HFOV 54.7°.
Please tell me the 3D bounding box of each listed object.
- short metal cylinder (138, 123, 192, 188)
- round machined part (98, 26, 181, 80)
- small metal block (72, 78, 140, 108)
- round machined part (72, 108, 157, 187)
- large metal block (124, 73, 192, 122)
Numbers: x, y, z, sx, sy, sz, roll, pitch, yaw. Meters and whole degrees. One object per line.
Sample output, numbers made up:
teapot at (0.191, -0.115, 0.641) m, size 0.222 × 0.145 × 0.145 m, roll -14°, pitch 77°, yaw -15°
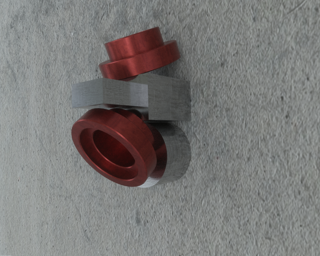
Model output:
short metal cylinder at (-0.007, 0.032, 0.395) m, size 0.080 × 0.050 × 0.079 m, roll 0°, pitch 90°, yaw 39°
round machined part at (-0.028, -0.092, 0.375) m, size 0.098 × 0.099 × 0.042 m, roll -3°, pitch 113°, yaw 39°
small metal block at (-0.058, -0.035, 0.331) m, size 0.050 × 0.050 × 0.025 m, roll -3°, pitch 88°, yaw 40°
round machined part at (-0.046, 0.017, 0.345) m, size 0.098 × 0.042 × 0.097 m, roll 21°, pitch 139°, yaw 20°
large metal block at (-0.018, -0.032, 0.382) m, size 0.080 × 0.081 × 0.050 m, roll -2°, pitch 89°, yaw 39°
